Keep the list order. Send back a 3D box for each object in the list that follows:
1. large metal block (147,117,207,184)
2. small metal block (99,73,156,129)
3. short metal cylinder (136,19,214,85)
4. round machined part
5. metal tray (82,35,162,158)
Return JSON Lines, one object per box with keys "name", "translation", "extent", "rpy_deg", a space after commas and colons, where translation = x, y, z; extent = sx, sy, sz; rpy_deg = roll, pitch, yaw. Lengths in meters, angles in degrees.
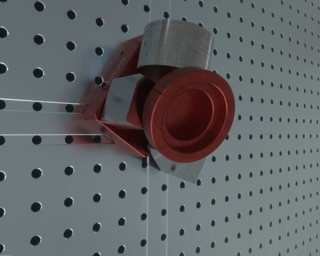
{"name": "large metal block", "translation": [0.033, 0.015, 0.399], "extent": [0.080, 0.050, 0.080], "rpy_deg": [-63, 156, -21]}
{"name": "small metal block", "translation": [-0.033, -0.026, 0.325], "extent": [0.025, 0.050, 0.050], "rpy_deg": [25, 74, -38]}
{"name": "short metal cylinder", "translation": [0.017, -0.080, 0.350], "extent": [0.081, 0.080, 0.050], "rpy_deg": [17, 79, -39]}
{"name": "round machined part", "translation": [0.026, -0.016, 0.325], "extent": [0.099, 0.042, 0.097], "rpy_deg": [-11, 115, -24]}
{"name": "metal tray", "translation": [-0.024, -0.040, 0.388], "extent": [0.090, 0.030, 0.130], "rpy_deg": [42, 64, -32]}
